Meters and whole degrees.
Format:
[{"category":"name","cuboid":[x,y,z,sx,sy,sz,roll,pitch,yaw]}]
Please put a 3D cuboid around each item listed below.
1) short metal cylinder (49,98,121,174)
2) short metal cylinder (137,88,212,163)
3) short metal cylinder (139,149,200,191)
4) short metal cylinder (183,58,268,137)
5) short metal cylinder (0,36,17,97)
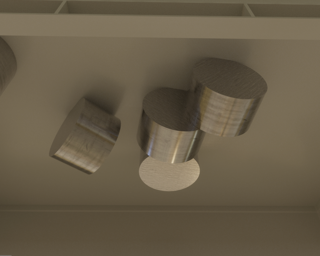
[{"category":"short metal cylinder","cuboid":[-0.092,0.010,0.381,0.050,0.080,0.080,32,123,-24]},{"category":"short metal cylinder","cuboid":[0.015,-0.004,0.369,0.081,0.080,0.050,8,130,-7]},{"category":"short metal cylinder","cuboid":[0.012,0.043,0.429,0.081,0.050,0.079,0,130,0]},{"category":"short metal cylinder","cuboid":[0.070,-0.035,0.343,0.081,0.080,0.050,8,130,-7]},{"category":"short metal cylinder","cuboid":[-0.206,-0.065,0.335,0.081,0.050,0.079,0,130,0]}]
